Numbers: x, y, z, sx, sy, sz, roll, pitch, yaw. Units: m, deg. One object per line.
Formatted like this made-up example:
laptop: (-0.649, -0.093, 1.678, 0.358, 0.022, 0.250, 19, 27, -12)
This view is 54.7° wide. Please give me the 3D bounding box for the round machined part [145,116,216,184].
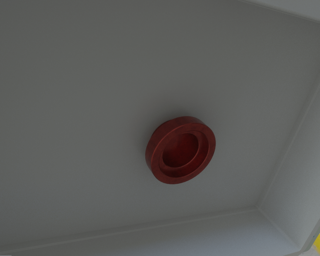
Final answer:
round machined part: (0.025, 0.026, 0.429, 0.099, 0.042, 0.097, -14, 125, -21)
